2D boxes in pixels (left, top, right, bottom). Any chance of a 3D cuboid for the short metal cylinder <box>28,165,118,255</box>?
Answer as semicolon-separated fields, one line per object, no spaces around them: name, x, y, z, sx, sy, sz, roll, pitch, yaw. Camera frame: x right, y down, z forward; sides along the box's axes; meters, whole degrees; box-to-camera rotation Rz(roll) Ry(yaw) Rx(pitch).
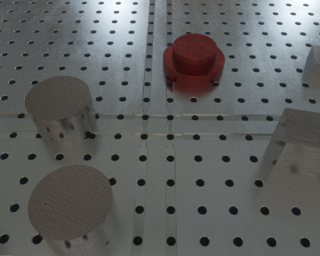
short metal cylinder;-0.086;0.085;0.319;0.080;0.050;0.080;0;50;0

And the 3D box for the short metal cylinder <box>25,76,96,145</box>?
short metal cylinder;-0.129;-0.024;0.410;0.080;0.050;0.080;0;50;0

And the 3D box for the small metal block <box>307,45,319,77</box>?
small metal block;0.269;-0.105;0.498;0.050;0.025;0.050;10;51;8

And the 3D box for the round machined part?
round machined part;0.054;-0.114;0.492;0.099;0.042;0.098;0;50;0

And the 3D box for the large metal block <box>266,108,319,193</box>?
large metal block;0.171;0.028;0.349;0.080;0.080;0.050;10;51;8
